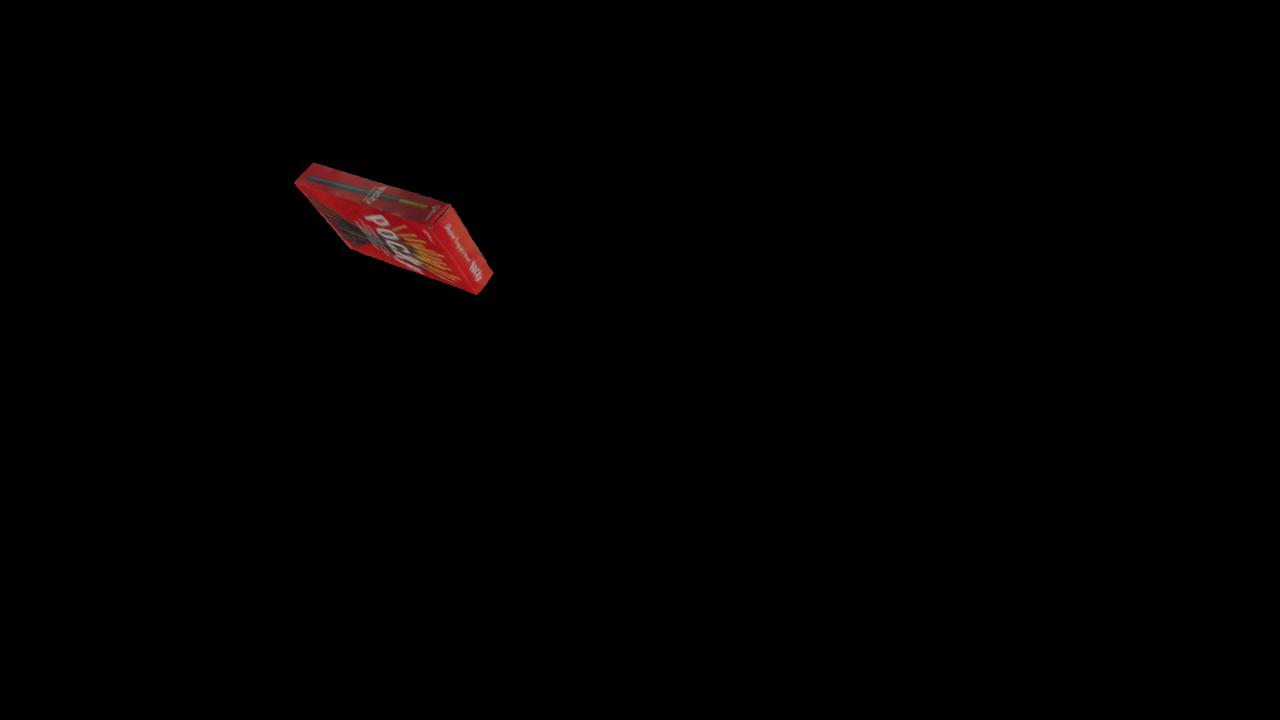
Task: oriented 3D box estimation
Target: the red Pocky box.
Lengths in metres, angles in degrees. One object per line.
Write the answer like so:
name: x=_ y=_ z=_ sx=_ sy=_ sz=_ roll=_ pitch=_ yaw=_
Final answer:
red Pocky box: x=-0.198 y=-0.106 z=0.497 sx=0.155 sy=0.028 sz=0.083 roll=20 pitch=-26 yaw=23
